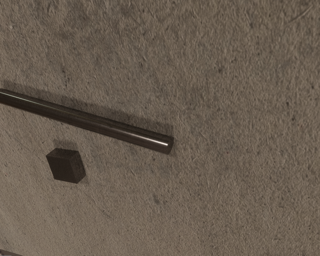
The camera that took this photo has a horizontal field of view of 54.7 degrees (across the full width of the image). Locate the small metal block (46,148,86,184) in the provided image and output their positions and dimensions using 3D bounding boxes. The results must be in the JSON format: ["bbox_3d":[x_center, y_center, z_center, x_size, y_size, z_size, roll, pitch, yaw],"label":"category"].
[{"bbox_3d":[-0.160,0.064,0.528,0.050,0.025,0.050,5,121,25],"label":"small metal block"}]

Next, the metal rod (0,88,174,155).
[{"bbox_3d":[-0.124,-0.015,0.460,0.301,0.025,0.025,16,125,19],"label":"metal rod"}]
